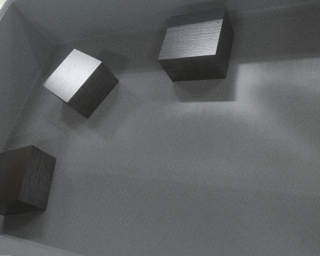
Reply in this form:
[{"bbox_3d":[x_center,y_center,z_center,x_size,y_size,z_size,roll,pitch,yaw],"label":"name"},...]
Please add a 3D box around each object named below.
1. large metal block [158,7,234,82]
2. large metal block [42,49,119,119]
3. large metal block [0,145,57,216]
[{"bbox_3d":[0.053,-0.114,0.432,0.080,0.050,0.080,1,62,29],"label":"large metal block"},{"bbox_3d":[-0.128,-0.073,0.502,0.080,0.050,0.080,30,78,37],"label":"large metal block"},{"bbox_3d":[-0.207,0.078,0.451,0.080,0.050,0.080,-13,56,21],"label":"large metal block"}]
